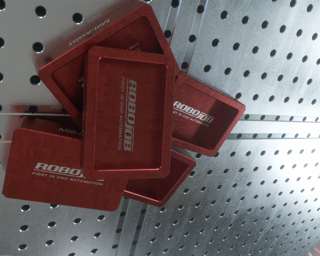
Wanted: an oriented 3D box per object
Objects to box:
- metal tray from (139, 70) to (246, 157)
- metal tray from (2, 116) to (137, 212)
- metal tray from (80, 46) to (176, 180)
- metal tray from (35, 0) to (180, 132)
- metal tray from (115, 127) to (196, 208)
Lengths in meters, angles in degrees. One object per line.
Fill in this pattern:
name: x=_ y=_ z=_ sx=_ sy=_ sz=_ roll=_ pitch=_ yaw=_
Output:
metal tray: x=0.045 y=-0.017 z=0.420 sx=0.131 sy=0.030 sz=0.090 roll=19 pitch=109 yaw=-36
metal tray: x=-0.102 y=0.045 z=0.358 sx=0.131 sy=0.030 sz=0.089 roll=13 pitch=113 yaw=-19
metal tray: x=-0.034 y=-0.014 z=0.325 sx=0.091 sy=0.030 sz=0.129 roll=2 pitch=93 yaw=-21
metal tray: x=-0.052 y=-0.065 z=0.337 sx=0.130 sy=0.030 sz=0.090 roll=-34 pitch=128 yaw=-6
metal tray: x=-0.022 y=0.054 z=0.427 sx=0.131 sy=0.030 sz=0.090 roll=28 pitch=103 yaw=-38
